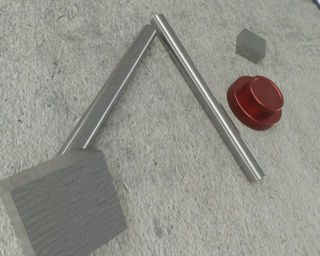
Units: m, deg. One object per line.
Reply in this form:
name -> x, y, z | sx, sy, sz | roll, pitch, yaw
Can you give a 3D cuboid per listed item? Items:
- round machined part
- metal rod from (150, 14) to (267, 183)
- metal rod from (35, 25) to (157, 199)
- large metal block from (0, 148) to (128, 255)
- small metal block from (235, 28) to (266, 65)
round machined part -> 0.164, -0.048, 0.513 | 0.099, 0.042, 0.098 | 14, 56, -21
metal rod -> 0.067, -0.054, 0.474 | 0.025, 0.025, 0.299 | -19, 72, -36
metal rod -> -0.065, -0.043, 0.396 | 0.025, 0.025, 0.300 | 31, 52, -9
large metal block -> -0.086, 0.071, 0.278 | 0.081, 0.050, 0.080 | -25, 105, -37
small metal block -> 0.175, -0.158, 0.598 | 0.050, 0.025, 0.050 | 24, 53, -14
